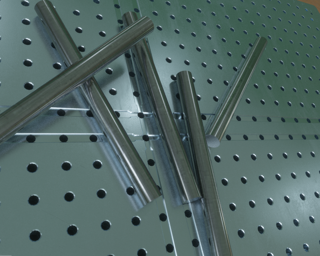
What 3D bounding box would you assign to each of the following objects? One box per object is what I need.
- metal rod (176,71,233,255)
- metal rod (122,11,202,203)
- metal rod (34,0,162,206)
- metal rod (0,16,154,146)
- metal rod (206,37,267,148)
[{"bbox_3d":[0.057,0.050,0.409,0.025,0.025,0.299,6,59,-26],"label":"metal rod"},{"bbox_3d":[-0.005,-0.043,0.433,0.025,0.025,0.299,-5,64,-31],"label":"metal rod"},{"bbox_3d":[-0.084,-0.041,0.389,0.025,0.025,0.299,-21,73,-36],"label":"metal rod"},{"bbox_3d":[-0.108,-0.052,0.355,0.025,0.025,0.301,44,59,1],"label":"metal rod"},{"bbox_3d":[0.139,-0.077,0.532,0.025,0.025,0.301,38,51,-4],"label":"metal rod"}]
